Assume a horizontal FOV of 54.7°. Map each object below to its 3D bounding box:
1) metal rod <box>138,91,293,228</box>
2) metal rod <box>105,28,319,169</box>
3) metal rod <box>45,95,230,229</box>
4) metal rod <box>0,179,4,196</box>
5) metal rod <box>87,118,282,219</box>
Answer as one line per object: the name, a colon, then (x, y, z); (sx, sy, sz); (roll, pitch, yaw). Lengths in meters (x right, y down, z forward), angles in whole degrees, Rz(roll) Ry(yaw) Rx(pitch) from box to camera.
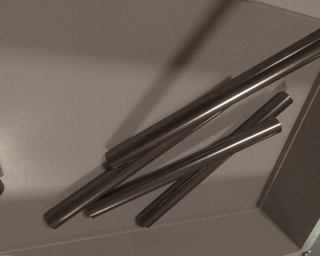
metal rod: (0.088, 0.049, 0.489); (0.300, 0.025, 0.025); (-41, 130, -1)
metal rod: (0.058, -0.027, 0.348); (0.300, 0.025, 0.025); (-30, 133, 22)
metal rod: (-0.020, 0.037, 0.421); (0.301, 0.025, 0.025); (-35, 129, -6)
metal rod: (-0.170, -0.015, 0.230); (0.025, 0.025, 0.298); (-16, 149, -20)
metal rod: (0.040, 0.054, 0.448); (0.302, 0.025, 0.025); (-23, 128, -8)
